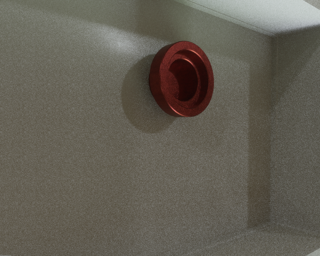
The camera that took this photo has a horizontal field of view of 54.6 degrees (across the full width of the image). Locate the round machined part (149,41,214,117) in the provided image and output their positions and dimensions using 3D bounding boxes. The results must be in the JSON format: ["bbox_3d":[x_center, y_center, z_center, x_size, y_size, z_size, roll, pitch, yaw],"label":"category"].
[{"bbox_3d":[0.024,-0.063,0.415,0.099,0.042,0.097,0,90,-40],"label":"round machined part"}]
